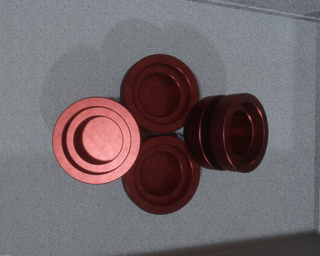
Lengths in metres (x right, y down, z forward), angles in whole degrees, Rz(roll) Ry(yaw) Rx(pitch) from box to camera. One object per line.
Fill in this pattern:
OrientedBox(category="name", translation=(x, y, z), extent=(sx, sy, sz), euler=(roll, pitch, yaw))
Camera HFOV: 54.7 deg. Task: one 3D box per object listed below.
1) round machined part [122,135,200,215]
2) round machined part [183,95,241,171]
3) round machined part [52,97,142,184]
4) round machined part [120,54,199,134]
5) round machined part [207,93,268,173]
OrientedBox(category="round machined part", translation=(-0.002, 0.057, 0.398), extent=(0.099, 0.042, 0.097), euler=(0, 90, -20))
OrientedBox(category="round machined part", translation=(0.069, 0.006, 0.414), extent=(0.099, 0.042, 0.097), euler=(1, 89, -42))
OrientedBox(category="round machined part", translation=(-0.070, 0.014, 0.363), extent=(0.099, 0.042, 0.097), euler=(0, 90, 1))
OrientedBox(category="round machined part", translation=(-0.003, -0.042, 0.398), extent=(0.099, 0.042, 0.097), euler=(0, 90, -20))
OrientedBox(category="round machined part", translation=(0.093, 0.006, 0.393), extent=(0.099, 0.042, 0.097), euler=(0, 90, -42))
